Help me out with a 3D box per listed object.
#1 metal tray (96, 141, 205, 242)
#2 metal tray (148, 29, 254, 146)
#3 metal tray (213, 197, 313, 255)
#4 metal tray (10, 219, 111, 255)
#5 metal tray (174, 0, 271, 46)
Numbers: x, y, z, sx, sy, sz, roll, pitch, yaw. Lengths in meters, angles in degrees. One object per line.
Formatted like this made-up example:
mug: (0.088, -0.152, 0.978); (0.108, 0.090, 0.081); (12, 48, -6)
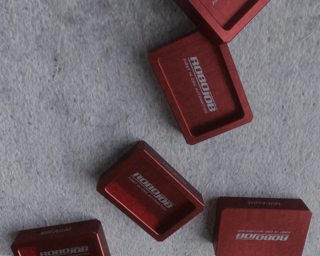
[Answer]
metal tray: (-0.012, 0.092, 0.440); (0.090, 0.030, 0.130); (-42, 105, 13)
metal tray: (0.052, -0.053, 0.388); (0.090, 0.030, 0.129); (-23, 109, 7)
metal tray: (0.150, 0.151, 0.465); (0.131, 0.030, 0.089); (2, 110, -2)
metal tray: (-0.148, 0.195, 0.476); (0.131, 0.030, 0.089); (-9, 110, 3)
metal tray: (0.080, -0.164, 0.328); (0.130, 0.030, 0.090); (-46, 105, -3)
